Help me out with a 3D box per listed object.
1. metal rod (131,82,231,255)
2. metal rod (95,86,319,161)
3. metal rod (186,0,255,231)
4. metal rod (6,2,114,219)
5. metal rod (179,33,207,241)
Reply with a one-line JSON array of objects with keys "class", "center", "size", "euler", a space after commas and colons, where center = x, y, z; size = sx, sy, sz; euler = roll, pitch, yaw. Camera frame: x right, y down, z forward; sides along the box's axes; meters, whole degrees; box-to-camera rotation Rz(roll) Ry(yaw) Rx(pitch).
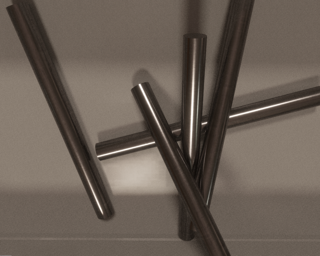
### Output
[{"class": "metal rod", "center": [0.038, 0.082, 0.379], "size": [0.025, 0.025, 0.299], "euler": [-26, 84, 9]}, {"class": "metal rod", "center": [0.062, -0.005, 0.410], "size": [0.301, 0.025, 0.025], "euler": [-14, 110, 4]}, {"class": "metal rod", "center": [0.073, -0.014, 0.382], "size": [0.025, 0.025, 0.298], "euler": [9, 100, -4]}, {"class": "metal rod", "center": [-0.122, -0.007, 0.406], "size": [0.025, 0.025, 0.298], "euler": [-16, 110, 5]}, {"class": "metal rod", "center": [0.039, 0.032, 0.399], "size": [0.025, 0.025, 0.298], "euler": [-1, 119, 0]}]
